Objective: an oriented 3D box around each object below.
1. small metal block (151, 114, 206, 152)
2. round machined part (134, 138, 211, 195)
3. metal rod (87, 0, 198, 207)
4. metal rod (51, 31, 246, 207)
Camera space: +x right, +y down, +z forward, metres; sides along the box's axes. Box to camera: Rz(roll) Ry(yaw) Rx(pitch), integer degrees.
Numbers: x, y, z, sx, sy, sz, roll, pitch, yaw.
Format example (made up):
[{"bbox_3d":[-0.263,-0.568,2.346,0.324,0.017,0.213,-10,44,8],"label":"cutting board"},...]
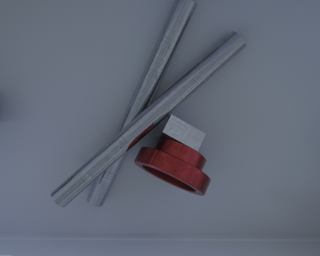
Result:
[{"bbox_3d":[0.023,0.009,0.399,0.050,0.050,0.025,29,75,-11],"label":"small metal block"},{"bbox_3d":[0.020,0.046,0.398,0.098,0.098,0.042,29,75,-11],"label":"round machined part"},{"bbox_3d":[-0.031,-0.021,0.403,0.025,0.025,0.298,23,108,-9],"label":"metal rod"},{"bbox_3d":[-0.017,-0.008,0.384,0.300,0.025,0.025,-41,106,4],"label":"metal rod"}]
